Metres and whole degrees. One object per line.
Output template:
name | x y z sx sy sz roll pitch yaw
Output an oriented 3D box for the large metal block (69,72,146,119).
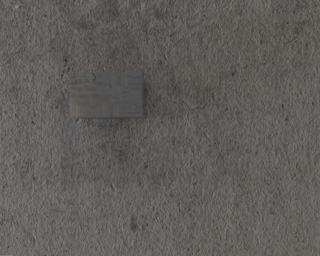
large metal block | -0.060 -0.037 0.382 0.080 0.080 0.050 -1 90 0
